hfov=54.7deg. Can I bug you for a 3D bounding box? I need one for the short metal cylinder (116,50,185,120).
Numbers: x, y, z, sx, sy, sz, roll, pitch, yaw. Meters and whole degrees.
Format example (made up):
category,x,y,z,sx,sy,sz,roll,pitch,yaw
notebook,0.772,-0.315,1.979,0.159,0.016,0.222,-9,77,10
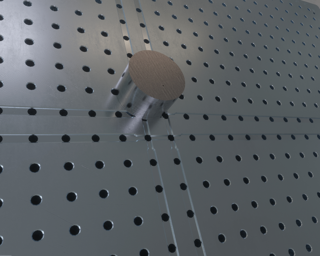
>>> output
category,x,y,z,sx,sy,sz,roll,pitch,yaw
short metal cylinder,-0.013,-0.058,0.420,0.081,0.050,0.080,14,56,-21
